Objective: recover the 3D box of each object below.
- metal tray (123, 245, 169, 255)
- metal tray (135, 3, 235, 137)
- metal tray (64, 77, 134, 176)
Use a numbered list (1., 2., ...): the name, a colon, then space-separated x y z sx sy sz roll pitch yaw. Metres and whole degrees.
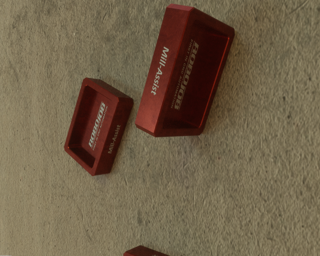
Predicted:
1. metal tray: 0.008 0.214 0.394 0.130 0.030 0.089 1 91 40
2. metal tray: 0.029 -0.056 0.338 0.030 0.091 0.129 26 107 37
3. metal tray: -0.099 -0.003 0.483 0.090 0.030 0.129 32 110 35
